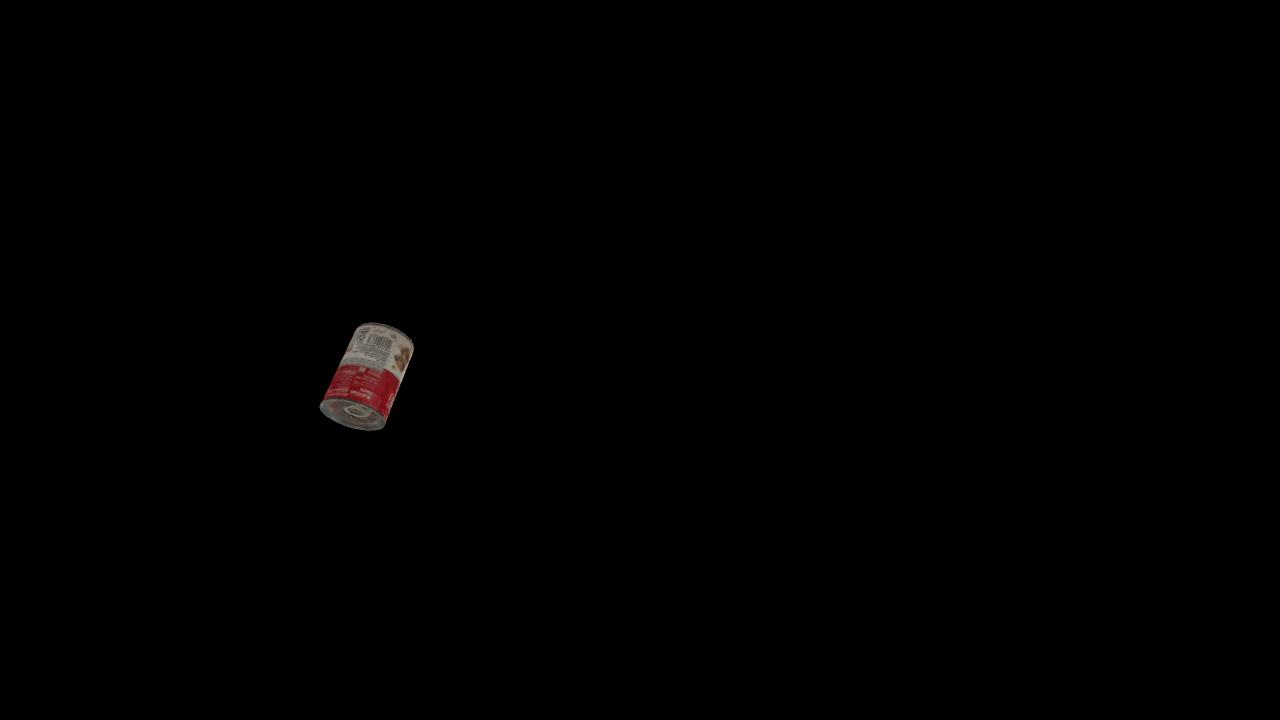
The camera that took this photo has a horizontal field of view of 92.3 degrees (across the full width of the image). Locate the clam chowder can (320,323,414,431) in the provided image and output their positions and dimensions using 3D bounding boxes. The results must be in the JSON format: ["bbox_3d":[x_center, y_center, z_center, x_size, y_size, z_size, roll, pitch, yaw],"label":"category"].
[{"bbox_3d":[-0.298,0.018,0.678,0.068,0.102,0.068,5,-33,4],"label":"clam chowder can"}]
